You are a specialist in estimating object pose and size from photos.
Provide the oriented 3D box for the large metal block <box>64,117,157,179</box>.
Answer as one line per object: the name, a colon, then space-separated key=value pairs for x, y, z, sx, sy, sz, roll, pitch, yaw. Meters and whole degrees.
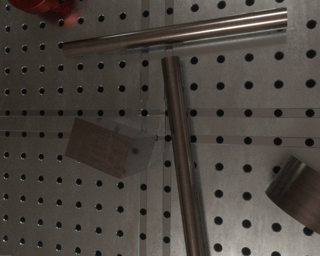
large metal block: x=-0.061 y=0.023 z=0.404 sx=0.080 sy=0.080 sz=0.050 roll=19 pitch=97 yaw=18

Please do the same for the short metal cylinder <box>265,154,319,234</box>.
short metal cylinder: x=0.161 y=0.070 z=0.327 sx=0.080 sy=0.080 sz=0.050 roll=33 pitch=101 yaw=16

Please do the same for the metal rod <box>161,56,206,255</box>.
metal rod: x=0.033 y=0.057 z=0.400 sx=0.025 sy=0.025 sz=0.298 roll=-8 pitch=87 yaw=19

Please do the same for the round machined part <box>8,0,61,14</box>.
round machined part: x=-0.183 y=-0.219 z=0.466 sx=0.098 sy=0.042 sz=0.097 roll=0 pitch=90 yaw=19

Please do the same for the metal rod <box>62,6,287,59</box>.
metal rod: x=0.005 y=-0.122 z=0.409 sx=0.301 sy=0.025 sz=0.025 roll=-3 pitch=89 yaw=19
